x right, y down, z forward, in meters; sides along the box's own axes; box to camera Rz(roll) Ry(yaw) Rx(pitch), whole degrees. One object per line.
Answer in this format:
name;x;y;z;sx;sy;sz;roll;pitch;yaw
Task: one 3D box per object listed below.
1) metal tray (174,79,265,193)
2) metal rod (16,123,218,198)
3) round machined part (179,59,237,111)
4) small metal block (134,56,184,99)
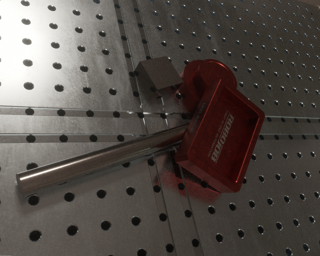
metal tray;0.085;0.010;0.417;0.090;0.030;0.130;36;64;-18
metal rod;-0.016;0.022;0.387;0.303;0.025;0.025;-16;70;-35
round machined part;0.081;-0.069;0.485;0.099;0.042;0.098;14;56;-21
small metal block;-0.002;-0.075;0.454;0.050;0.025;0.050;-21;73;-36
